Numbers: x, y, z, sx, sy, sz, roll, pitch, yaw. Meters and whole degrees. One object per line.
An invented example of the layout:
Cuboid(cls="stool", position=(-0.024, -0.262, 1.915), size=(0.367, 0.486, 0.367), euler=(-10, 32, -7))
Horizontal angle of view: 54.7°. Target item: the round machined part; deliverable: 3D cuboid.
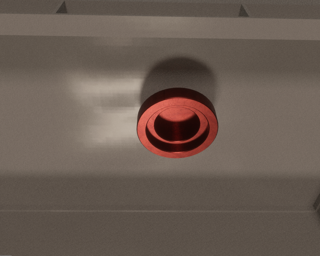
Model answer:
Cuboid(cls="round machined part", position=(0.021, -0.011, 0.389), size=(0.099, 0.042, 0.097), euler=(-1, 130, 0))
